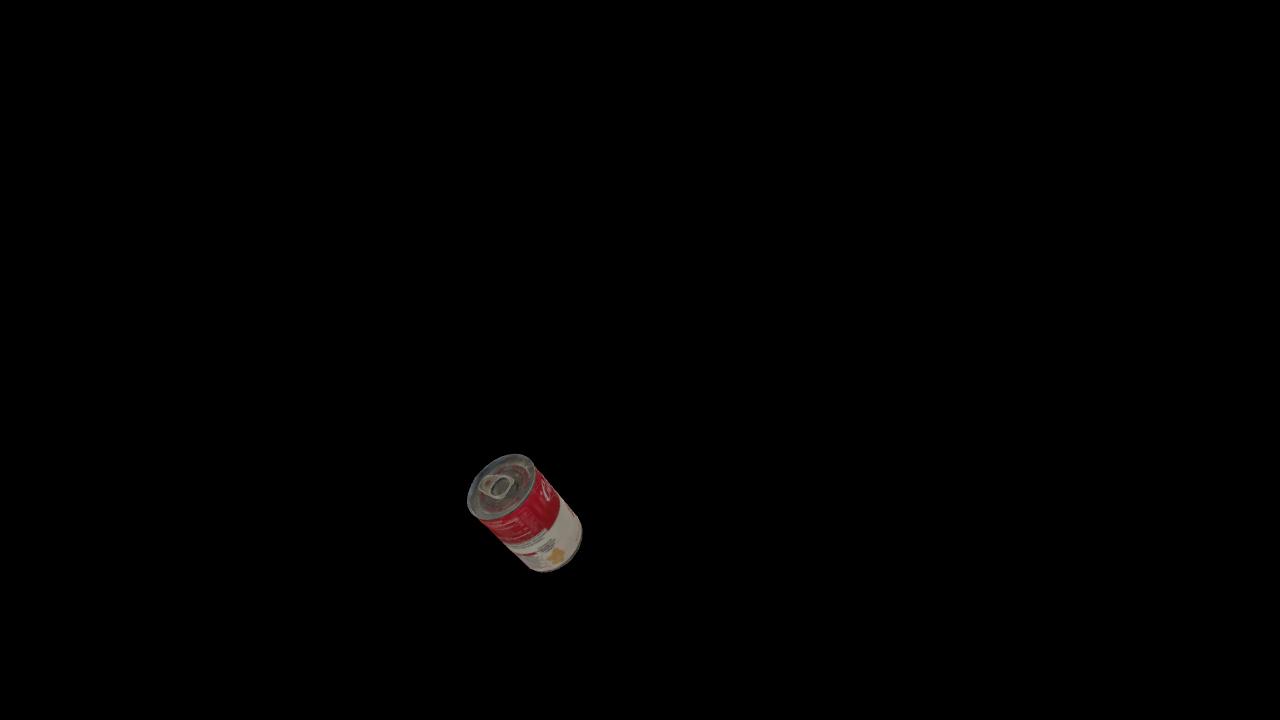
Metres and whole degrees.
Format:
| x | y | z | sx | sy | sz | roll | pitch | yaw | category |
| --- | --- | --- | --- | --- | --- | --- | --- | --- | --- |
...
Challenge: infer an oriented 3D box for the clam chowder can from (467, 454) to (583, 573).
| x | y | z | sx | sy | sz | roll | pitch | yaw | category |
| --- | --- | --- | --- | --- | --- | --- | --- | --- | --- |
| -0.103 | 0.144 | 0.570 | 0.068 | 0.068 | 0.102 | 0 | -43 | 30 | clam chowder can |
